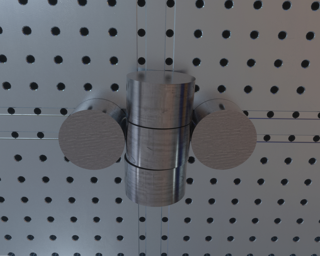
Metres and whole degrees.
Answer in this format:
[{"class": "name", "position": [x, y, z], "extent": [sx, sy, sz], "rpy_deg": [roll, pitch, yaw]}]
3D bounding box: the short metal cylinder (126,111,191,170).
[{"class": "short metal cylinder", "position": [-0.002, 0.011, 0.388], "extent": [0.081, 0.080, 0.050], "rpy_deg": [2, 110, -1]}]

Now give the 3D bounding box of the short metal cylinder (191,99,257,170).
[{"class": "short metal cylinder", "position": [0.079, 0.007, 0.403], "extent": [0.081, 0.050, 0.079], "rpy_deg": [0, 110, -1]}]

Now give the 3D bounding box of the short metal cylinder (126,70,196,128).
[{"class": "short metal cylinder", "position": [0.000, -0.037, 0.370], "extent": [0.081, 0.080, 0.050], "rpy_deg": [2, 110, -1]}]

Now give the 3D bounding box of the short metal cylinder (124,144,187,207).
[{"class": "short metal cylinder", "position": [-0.006, 0.059, 0.405], "extent": [0.081, 0.080, 0.050], "rpy_deg": [1, 110, -1]}]

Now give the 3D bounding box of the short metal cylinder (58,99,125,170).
[{"class": "short metal cylinder", "position": [-0.083, 0.007, 0.401], "extent": [0.081, 0.050, 0.079], "rpy_deg": [0, 110, -1]}]
